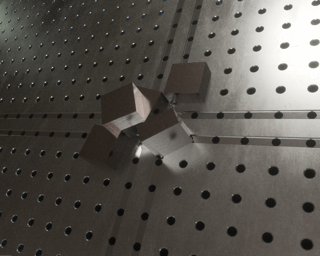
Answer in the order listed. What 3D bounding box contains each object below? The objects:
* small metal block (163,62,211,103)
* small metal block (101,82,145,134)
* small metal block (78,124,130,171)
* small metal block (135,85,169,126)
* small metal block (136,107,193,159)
[{"bbox_3d":[0.038,-0.062,0.425,0.050,0.025,0.050,3,63,29],"label":"small metal block"},{"bbox_3d":[-0.051,-0.027,0.418,0.050,0.025,0.050,-21,54,15],"label":"small metal block"},{"bbox_3d":[-0.077,0.026,0.431,0.050,0.025,0.050,11,67,32],"label":"small metal block"},{"bbox_3d":[-0.024,-0.029,0.437,0.050,0.025,0.050,18,71,34],"label":"small metal block"},{"bbox_3d":[0.007,0.008,0.383,0.050,0.050,0.025,-28,53,11],"label":"small metal block"}]
